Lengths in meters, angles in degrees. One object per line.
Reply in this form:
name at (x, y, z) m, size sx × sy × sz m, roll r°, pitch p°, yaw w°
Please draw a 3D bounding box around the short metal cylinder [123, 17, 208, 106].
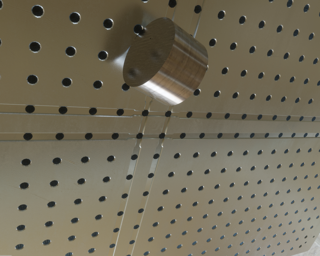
short metal cylinder at (0.005, -0.071, 0.336) m, size 0.050 × 0.080 × 0.080 m, roll 26°, pitch 104°, yaw -37°
